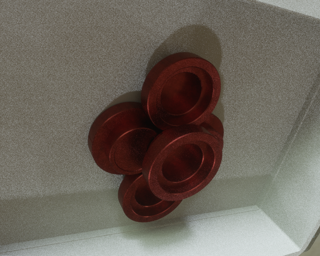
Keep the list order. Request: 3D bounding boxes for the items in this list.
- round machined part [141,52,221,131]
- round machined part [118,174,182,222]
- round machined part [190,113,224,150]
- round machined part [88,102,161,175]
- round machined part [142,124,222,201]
[{"bbox_3d":[0.022,-0.046,0.380,0.099,0.042,0.097,-14,125,-21],"label":"round machined part"},{"bbox_3d":[-0.013,0.083,0.441,0.099,0.042,0.097,-14,125,-21],"label":"round machined part"},{"bbox_3d":[0.050,0.023,0.438,0.099,0.042,0.097,-14,125,-21],"label":"round machined part"},{"bbox_3d":[-0.037,0.020,0.389,0.099,0.042,0.097,-14,125,-21],"label":"round machined part"},{"bbox_3d":[0.023,0.037,0.378,0.099,0.042,0.097,-14,125,-21],"label":"round machined part"}]
